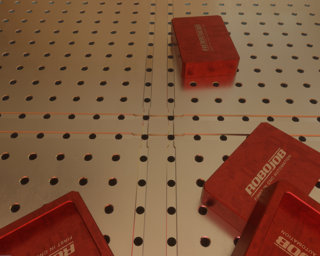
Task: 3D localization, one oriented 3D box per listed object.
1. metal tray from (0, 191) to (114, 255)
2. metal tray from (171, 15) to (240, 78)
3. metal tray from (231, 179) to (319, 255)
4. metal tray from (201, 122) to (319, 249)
[{"bbox_3d":[-0.118,0.130,0.294,0.131,0.030,0.090,-27,55,-21],"label":"metal tray"},{"bbox_3d":[0.072,-0.141,0.523,0.091,0.030,0.130,-5,50,-4],"label":"metal tray"},{"bbox_3d":[0.140,0.120,0.277,0.130,0.030,0.090,35,60,6],"label":"metal tray"},{"bbox_3d":[0.121,0.059,0.356,0.090,0.030,0.131,35,58,26],"label":"metal tray"}]
